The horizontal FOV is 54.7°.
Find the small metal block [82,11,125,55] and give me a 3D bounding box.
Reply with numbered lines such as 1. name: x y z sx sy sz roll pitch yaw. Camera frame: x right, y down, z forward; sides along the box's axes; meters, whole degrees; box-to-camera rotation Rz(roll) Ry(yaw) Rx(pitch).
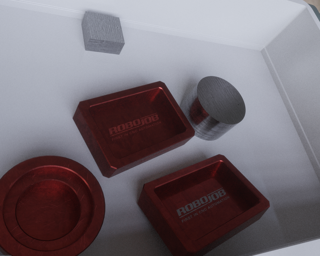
1. small metal block: -0.082 -0.136 0.445 0.050 0.025 0.050 1 62 -28

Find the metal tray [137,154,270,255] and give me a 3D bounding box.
1. metal tray: 0.052 0.087 0.360 0.131 0.030 0.090 -16 50 -35

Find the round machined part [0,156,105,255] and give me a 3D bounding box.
1. round machined part: -0.105 0.079 0.291 0.099 0.042 0.098 14 56 -21

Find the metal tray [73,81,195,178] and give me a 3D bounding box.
1. metal tray: -0.029 -0.004 0.389 0.131 0.030 0.090 -21 73 -36

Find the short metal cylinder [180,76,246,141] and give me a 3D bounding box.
1. short metal cylinder: 0.076 -0.028 0.450 0.081 0.050 0.080 14 56 -21
